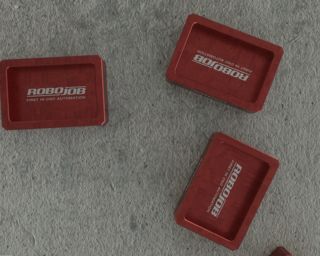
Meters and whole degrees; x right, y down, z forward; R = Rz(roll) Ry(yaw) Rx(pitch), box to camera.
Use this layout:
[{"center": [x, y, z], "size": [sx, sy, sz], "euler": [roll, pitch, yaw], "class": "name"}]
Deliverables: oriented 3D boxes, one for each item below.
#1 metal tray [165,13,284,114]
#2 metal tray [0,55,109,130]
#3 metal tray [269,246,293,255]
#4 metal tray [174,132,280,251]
[{"center": [0.082, -0.083, 0.407], "size": [0.131, 0.030, 0.090], "euler": [21, 90, 0], "class": "metal tray"}, {"center": [-0.137, -0.045, 0.406], "size": [0.131, 0.030, 0.089], "euler": [-3, 90, 0], "class": "metal tray"}, {"center": [0.151, 0.236, 0.408], "size": [0.090, 0.030, 0.130], "euler": [44, 90, 0], "class": "metal tray"}, {"center": [0.085, 0.081, 0.407], "size": [0.090, 0.030, 0.130], "euler": [26, 90, 0], "class": "metal tray"}]
